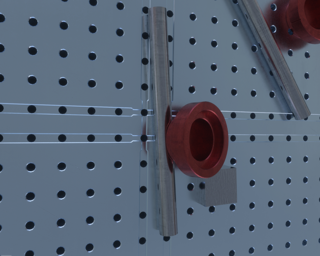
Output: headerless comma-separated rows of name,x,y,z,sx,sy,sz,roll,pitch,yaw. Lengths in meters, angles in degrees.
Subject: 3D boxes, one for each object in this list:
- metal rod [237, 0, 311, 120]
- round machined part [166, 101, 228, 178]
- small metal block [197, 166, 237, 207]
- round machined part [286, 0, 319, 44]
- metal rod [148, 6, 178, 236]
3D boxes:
metal rod,0.154,-0.145,0.468,0.025,0.025,0.299,-34,101,-17
round machined part,0.046,0.015,0.407,0.099,0.042,0.097,2,87,-46
small metal block,0.081,0.082,0.442,0.050,0.025,0.050,-2,91,-20
round machined part,0.242,-0.182,0.492,0.099,0.042,0.097,0,90,-20
metal rod,0.004,-0.008,0.413,0.025,0.025,0.298,-3,91,-20
